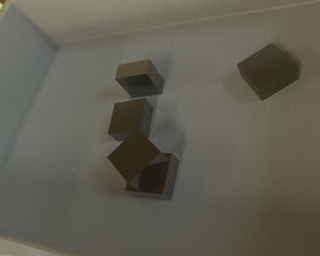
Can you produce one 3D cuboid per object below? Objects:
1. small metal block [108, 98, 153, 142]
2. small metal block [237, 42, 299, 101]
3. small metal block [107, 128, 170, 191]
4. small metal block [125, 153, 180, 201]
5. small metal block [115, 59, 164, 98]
[{"bbox_3d":[-0.040,-0.011,0.434,0.050,0.025,0.050,-7,59,24],"label":"small metal block"},{"bbox_3d":[0.131,-0.069,0.379,0.050,0.025,0.050,-32,52,7],"label":"small metal block"},{"bbox_3d":[-0.026,0.036,0.365,0.050,0.025,0.050,-45,51,-3],"label":"small metal block"},{"bbox_3d":[-0.009,0.058,0.375,0.050,0.025,0.050,-1,61,28],"label":"small metal block"},{"bbox_3d":[-0.028,-0.070,0.448,0.050,0.050,0.025,-5,60,26],"label":"small metal block"}]
